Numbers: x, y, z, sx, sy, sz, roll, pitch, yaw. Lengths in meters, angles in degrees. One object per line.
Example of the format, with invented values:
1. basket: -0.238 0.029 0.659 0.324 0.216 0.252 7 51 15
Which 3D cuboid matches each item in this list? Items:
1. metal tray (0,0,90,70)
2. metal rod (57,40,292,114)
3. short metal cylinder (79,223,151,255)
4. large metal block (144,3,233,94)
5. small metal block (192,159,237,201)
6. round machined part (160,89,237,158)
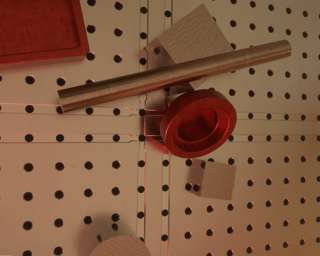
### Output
1. metal tray: -0.155 -0.118 0.352 0.131 0.030 0.089 -12 94 -20
2. metal rod: 0.033 -0.067 0.372 0.302 0.025 0.025 -17 96 -19
3. short metal cylinder: -0.056 0.164 0.380 0.081 0.050 0.079 0 90 -20
4. large metal block: 0.041 -0.104 0.415 0.080 0.050 0.080 -41 103 -16
5. small metal block: 0.078 0.074 0.443 0.050 0.025 0.050 11 86 -20
6. round machined part: 0.046 -0.010 0.405 0.099 0.042 0.097 -12 132 -14
